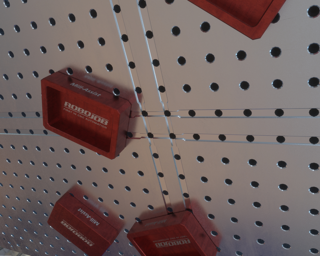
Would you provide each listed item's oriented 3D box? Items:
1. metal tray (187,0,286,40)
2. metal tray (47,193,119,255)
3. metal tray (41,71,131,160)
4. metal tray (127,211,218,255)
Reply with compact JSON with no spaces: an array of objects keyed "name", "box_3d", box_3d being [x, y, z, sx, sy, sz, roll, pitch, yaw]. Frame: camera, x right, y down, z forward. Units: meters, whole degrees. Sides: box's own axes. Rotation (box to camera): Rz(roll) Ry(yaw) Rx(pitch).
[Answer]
[{"name":"metal tray","box_3d":[0.061,-0.153,0.281,0.130,0.030,0.089,34,129,6]},{"name":"metal tray","box_3d":[-0.154,0.196,0.612,0.130,0.030,0.089,36,129,3]},{"name":"metal tray","box_3d":[-0.111,-0.018,0.456,0.130,0.030,0.089,23,127,14]},{"name":"metal tray","box_3d":[0.018,0.192,0.517,0.130,0.030,0.090,-25,105,37]}]
